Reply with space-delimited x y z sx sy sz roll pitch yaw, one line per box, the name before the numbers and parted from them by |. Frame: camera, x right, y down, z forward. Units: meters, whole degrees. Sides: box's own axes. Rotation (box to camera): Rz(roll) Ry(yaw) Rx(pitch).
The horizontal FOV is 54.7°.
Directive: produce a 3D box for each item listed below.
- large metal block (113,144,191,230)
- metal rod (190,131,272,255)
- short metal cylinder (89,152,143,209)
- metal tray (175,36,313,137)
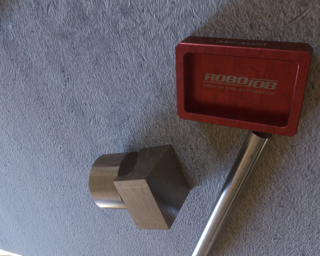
large metal block | -0.007 0.079 0.423 0.050 0.080 0.080 -10 114 32
metal rod | 0.084 0.121 0.436 0.025 0.025 0.298 24 127 13
short metal cylinder | -0.055 0.076 0.445 0.050 0.080 0.080 -7 115 31
metal tray | 0.083 -0.046 0.330 0.130 0.030 0.089 10 123 22
